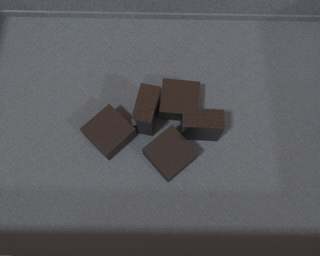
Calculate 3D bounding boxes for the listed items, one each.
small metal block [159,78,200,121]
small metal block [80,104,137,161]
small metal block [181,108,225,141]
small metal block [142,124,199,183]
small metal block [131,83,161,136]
[{"bbox_3d":[0.026,-0.038,0.422,0.050,0.025,0.050,6,70,2],"label":"small metal block"},{"bbox_3d":[-0.067,0.005,0.405,0.050,0.025,0.050,-43,76,-14],"label":"small metal block"},{"bbox_3d":[0.052,-0.003,0.396,0.050,0.050,0.025,3,70,1],"label":"small metal block"},{"bbox_3d":[0.013,0.033,0.395,0.050,0.025,0.050,-39,75,-13],"label":"small metal block"},{"bbox_3d":[-0.017,-0.023,0.402,0.025,0.050,0.050,12,71,4],"label":"small metal block"}]
